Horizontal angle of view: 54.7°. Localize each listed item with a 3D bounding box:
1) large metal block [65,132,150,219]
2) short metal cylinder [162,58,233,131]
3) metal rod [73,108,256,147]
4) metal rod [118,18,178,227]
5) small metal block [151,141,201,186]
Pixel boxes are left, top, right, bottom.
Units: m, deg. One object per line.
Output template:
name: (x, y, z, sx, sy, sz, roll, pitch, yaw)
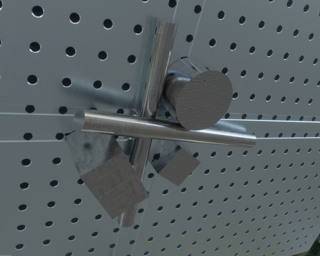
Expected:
large metal block: (-0.063, 0.046, 0.369, 0.050, 0.080, 0.080, -31, 129, -9)
short metal cylinder: (0.044, -0.043, 0.394, 0.081, 0.050, 0.079, -14, 125, -21)
metal rod: (0.033, 0.006, 0.410, 0.302, 0.025, 0.025, 7, 115, -40)
metal rod: (-0.022, 0.012, 0.408, 0.025, 0.025, 0.298, -2, 119, -28)
small metal block: (0.024, 0.052, 0.460, 0.050, 0.025, 0.050, -48, 129, 5)
